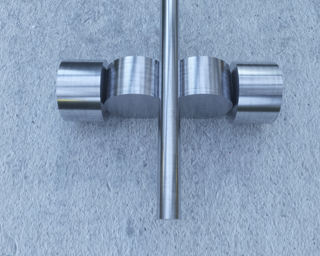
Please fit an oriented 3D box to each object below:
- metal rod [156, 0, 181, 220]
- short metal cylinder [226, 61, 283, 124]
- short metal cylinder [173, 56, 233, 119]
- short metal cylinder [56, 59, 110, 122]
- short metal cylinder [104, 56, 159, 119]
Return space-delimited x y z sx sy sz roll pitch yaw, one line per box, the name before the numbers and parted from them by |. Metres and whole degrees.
metal rod | 0.011 -0.048 0.362 0.025 0.025 0.299 1 70 0
short metal cylinder | 0.117 -0.045 0.398 0.050 0.080 0.080 1 70 0
short metal cylinder | 0.051 -0.049 0.398 0.080 0.080 0.050 1 70 0
short metal cylinder | -0.094 -0.047 0.397 0.050 0.080 0.080 1 70 0
short metal cylinder | -0.029 -0.049 0.398 0.080 0.080 0.050 1 70 0
